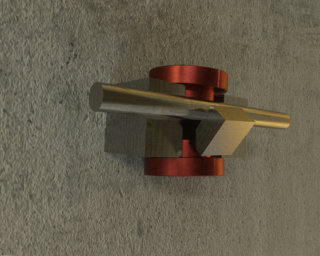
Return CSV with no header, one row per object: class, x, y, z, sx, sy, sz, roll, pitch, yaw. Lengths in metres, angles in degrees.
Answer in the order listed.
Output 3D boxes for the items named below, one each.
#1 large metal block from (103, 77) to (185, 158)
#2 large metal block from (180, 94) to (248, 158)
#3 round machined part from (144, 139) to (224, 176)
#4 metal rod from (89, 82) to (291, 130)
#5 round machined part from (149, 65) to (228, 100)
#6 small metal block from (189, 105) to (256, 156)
large metal block,-0.020,-0.009,0.354,0.050,0.080,0.080,6,87,-40
large metal block,0.072,-0.001,0.431,0.050,0.080,0.080,5,87,-40
round machined part,0.030,0.037,0.383,0.099,0.098,0.042,6,81,-40
metal rod,0.062,-0.018,0.354,0.302,0.025,0.025,4,88,-40
round machined part,0.034,-0.047,0.387,0.099,0.098,0.042,5,88,-40
small metal block,0.069,0.004,0.342,0.050,0.025,0.050,2,129,-38
